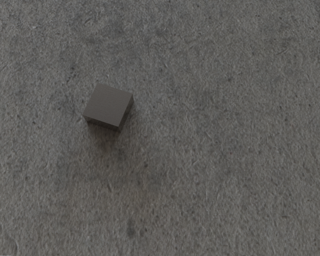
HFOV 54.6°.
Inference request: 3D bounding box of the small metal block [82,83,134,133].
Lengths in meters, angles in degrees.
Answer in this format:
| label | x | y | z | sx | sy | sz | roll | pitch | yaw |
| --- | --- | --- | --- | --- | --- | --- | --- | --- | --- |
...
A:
| label | x | y | z | sx | sy | sz | roll | pitch | yaw |
| --- | --- | --- | --- | --- | --- | --- | --- | --- | --- |
| small metal block | -0.068 | -0.027 | 0.418 | 0.050 | 0.025 | 0.050 | 18 | 71 | 6 |
